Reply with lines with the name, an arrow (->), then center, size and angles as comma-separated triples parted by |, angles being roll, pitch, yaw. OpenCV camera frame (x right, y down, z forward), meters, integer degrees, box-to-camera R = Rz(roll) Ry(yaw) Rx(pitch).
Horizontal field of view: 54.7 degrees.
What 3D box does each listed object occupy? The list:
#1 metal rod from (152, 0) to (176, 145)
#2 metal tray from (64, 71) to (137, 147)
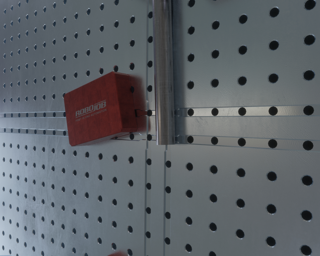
metal rod -> 0.003, -0.128, 0.406 | 0.025, 0.025, 0.298 | -3, 88, 40
metal tray -> -0.098, -0.026, 0.487 | 0.130, 0.030, 0.090 | -15, 80, 39
